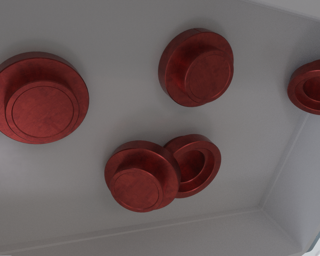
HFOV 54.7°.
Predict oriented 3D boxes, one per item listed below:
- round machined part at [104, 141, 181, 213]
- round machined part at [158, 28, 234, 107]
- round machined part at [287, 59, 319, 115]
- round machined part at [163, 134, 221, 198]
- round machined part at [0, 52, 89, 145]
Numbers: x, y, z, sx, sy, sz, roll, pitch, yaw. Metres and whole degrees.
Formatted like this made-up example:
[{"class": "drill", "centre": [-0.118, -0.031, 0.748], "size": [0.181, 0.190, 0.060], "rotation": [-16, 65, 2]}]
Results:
[{"class": "round machined part", "centre": [-0.025, 0.068, 0.394], "size": [0.098, 0.042, 0.097], "rotation": [5, 118, 10]}, {"class": "round machined part", "centre": [0.051, -0.069, 0.382], "size": [0.099, 0.042, 0.097], "rotation": [-14, 124, -21]}, {"class": "round machined part", "centre": [0.249, -0.066, 0.469], "size": [0.098, 0.098, 0.042], "rotation": [53, 52, -40]}, {"class": "round machined part", "centre": [0.036, 0.050, 0.448], "size": [0.099, 0.042, 0.097], "rotation": [-14, 124, -21]}, {"class": "round machined part", "centre": [-0.121, -0.024, 0.316], "size": [0.099, 0.042, 0.097], "rotation": [-14, 124, -21]}]
